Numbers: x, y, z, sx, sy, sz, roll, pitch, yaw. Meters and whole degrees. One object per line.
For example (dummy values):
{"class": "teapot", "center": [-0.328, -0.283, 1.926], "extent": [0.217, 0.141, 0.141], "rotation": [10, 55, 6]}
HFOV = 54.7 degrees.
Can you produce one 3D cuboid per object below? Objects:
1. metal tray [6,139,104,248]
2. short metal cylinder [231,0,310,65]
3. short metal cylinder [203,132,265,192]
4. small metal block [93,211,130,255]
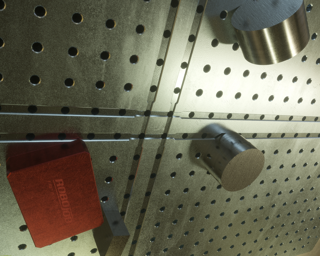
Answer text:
{"class": "metal tray", "center": [-0.127, 0.085, 0.391], "extent": [0.091, 0.030, 0.129], "rotation": [-16, 125, -20]}
{"class": "short metal cylinder", "center": [0.133, -0.122, 0.373], "extent": [0.080, 0.080, 0.050], "rotation": [-38, 129, -3]}
{"class": "short metal cylinder", "center": [0.117, 0.053, 0.492], "extent": [0.081, 0.050, 0.079], "rotation": [-14, 124, -21]}
{"class": "small metal block", "center": [-0.072, 0.158, 0.453], "extent": [0.025, 0.050, 0.050], "rotation": [10, 113, -33]}
